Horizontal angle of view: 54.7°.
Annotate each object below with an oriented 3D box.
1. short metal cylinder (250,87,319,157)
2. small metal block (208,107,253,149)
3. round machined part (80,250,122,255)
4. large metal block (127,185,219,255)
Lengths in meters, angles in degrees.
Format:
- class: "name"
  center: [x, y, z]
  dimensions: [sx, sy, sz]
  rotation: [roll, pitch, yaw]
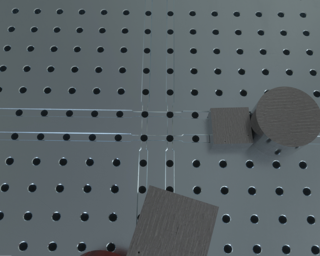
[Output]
- class: "short metal cylinder"
  center: [0.158, -0.007, 0.402]
  dimensions: [0.081, 0.050, 0.080]
  rotation: [0, 70, 0]
- class: "small metal block"
  center: [0.093, 0.001, 0.412]
  dimensions: [0.050, 0.025, 0.050]
  rotation: [-1, 70, -1]
- class: "round machined part"
  center: [-0.056, 0.175, 0.324]
  dimensions: [0.098, 0.042, 0.097]
  rotation: [1, 95, 15]
- class: "large metal block"
  center: [0.015, 0.120, 0.355]
  dimensions: [0.080, 0.050, 0.080]
  rotation: [17, 71, 6]
